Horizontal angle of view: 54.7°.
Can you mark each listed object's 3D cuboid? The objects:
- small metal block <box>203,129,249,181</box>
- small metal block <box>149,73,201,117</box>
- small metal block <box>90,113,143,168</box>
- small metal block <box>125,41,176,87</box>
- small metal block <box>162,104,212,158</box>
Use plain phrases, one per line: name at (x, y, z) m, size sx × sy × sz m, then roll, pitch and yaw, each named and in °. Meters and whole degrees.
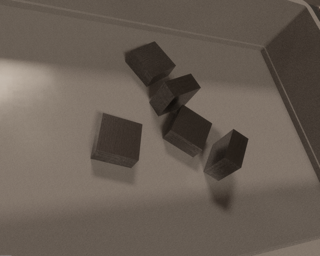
small metal block at (0.089, 0.037, 0.417) m, size 0.025 × 0.050 × 0.050 m, roll 33°, pitch 51°, yaw -7°
small metal block at (0.020, -0.046, 0.430) m, size 0.050 × 0.050 × 0.025 m, roll -23°, pitch 75°, yaw -37°
small metal block at (-0.051, 0.015, 0.370) m, size 0.050 × 0.025 × 0.050 m, roll 16°, pitch 55°, yaw -19°
small metal block at (-0.014, -0.095, 0.458) m, size 0.050 × 0.025 × 0.050 m, roll -34°, pitch 81°, yaw -38°
small metal block at (0.039, 0.004, 0.426) m, size 0.050 × 0.025 × 0.050 m, roll 32°, pitch 51°, yaw -8°
